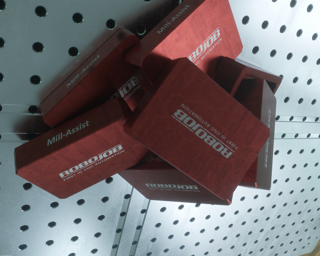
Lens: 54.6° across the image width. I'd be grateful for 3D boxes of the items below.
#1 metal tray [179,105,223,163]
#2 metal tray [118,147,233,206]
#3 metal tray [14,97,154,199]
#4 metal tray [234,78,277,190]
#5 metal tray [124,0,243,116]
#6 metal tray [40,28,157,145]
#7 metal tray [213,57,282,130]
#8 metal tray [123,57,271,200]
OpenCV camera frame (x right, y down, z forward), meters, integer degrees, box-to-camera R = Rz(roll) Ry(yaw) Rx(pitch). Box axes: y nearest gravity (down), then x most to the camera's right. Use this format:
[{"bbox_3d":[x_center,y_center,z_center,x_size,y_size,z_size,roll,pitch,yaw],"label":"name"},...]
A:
[{"bbox_3d":[0.063,0.013,0.412,0.030,0.090,0.130,-39,129,-1],"label":"metal tray"},{"bbox_3d":[0.019,0.063,0.400,0.090,0.130,0.030,51,47,-40],"label":"metal tray"},{"bbox_3d":[-0.080,0.027,0.351,0.130,0.030,0.090,-26,145,2],"label":"metal tray"},{"bbox_3d":[0.123,0.012,0.400,0.090,0.030,0.130,24,71,-58],"label":"metal tray"},{"bbox_3d":[0.033,-0.084,0.349,0.130,0.030,0.090,-47,133,-14],"label":"metal tray"},{"bbox_3d":[-0.056,-0.035,0.354,0.130,0.030,0.090,-44,129,1],"label":"metal tray"},{"bbox_3d":[0.108,-0.038,0.414,0.131,0.030,0.089,-1,121,-51],"label":"metal tray"},{"bbox_3d":[0.041,0.003,0.317,0.130,0.030,0.090,36,84,-19],"label":"metal tray"}]
